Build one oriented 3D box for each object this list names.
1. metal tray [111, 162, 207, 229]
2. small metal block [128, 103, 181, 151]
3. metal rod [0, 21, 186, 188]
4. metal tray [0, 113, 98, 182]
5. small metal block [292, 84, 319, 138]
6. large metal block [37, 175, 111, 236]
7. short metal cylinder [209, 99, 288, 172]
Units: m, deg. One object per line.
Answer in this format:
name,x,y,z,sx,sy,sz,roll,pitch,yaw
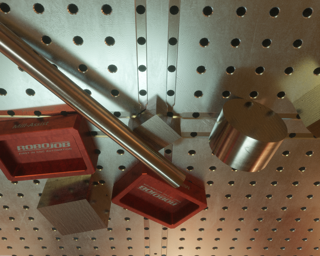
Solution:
metal tray,0.000,0.111,0.502,0.131,0.030,0.090,31,123,-24
small metal block,-0.007,0.002,0.413,0.050,0.025,0.050,-33,123,25
metal rod,-0.080,-0.020,0.370,0.300,0.025,0.025,41,119,-21
metal tray,-0.162,0.030,0.431,0.131,0.030,0.089,-6,130,5
small metal block,0.198,-0.024,0.376,0.025,0.050,0.050,35,122,-26
large metal block,-0.135,0.125,0.500,0.080,0.050,0.080,-13,129,10
short metal cylinder,0.107,0.008,0.383,0.081,0.080,0.050,10,129,-9
